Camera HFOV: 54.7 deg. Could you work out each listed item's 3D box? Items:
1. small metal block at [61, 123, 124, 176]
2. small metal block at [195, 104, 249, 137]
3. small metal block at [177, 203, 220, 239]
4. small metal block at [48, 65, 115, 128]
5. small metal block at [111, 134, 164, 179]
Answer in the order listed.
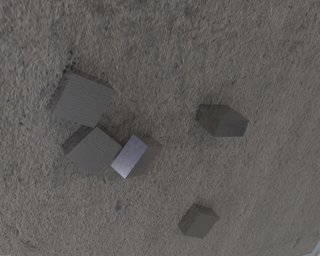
[{"bbox_3d":[-0.081,0.023,0.377,0.050,0.025,0.050,-44,129,2],"label":"small metal block"},{"bbox_3d":[0.085,-0.011,0.430,0.050,0.050,0.025,0,119,-29],"label":"small metal block"},{"bbox_3d":[0.068,0.165,0.546,0.050,0.025,0.050,25,105,-37],"label":"small metal block"},{"bbox_3d":[-0.086,-0.033,0.339,0.050,0.025,0.050,21,107,-36],"label":"small metal block"},{"bbox_3d":[-0.028,0.035,0.398,0.050,0.025,0.050,-54,161,11],"label":"small metal block"}]
